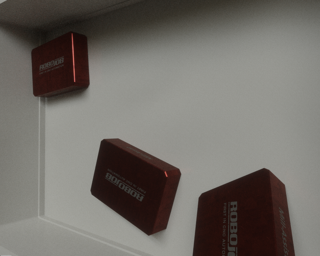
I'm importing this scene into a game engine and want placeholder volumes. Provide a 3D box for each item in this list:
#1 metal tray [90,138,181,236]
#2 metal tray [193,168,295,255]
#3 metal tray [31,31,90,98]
[{"bbox_3d":[-0.039,0.077,0.434,0.130,0.030,0.089,23,104,37],"label":"metal tray"},{"bbox_3d":[0.075,0.109,0.289,0.090,0.030,0.130,-32,28,35],"label":"metal tray"},{"bbox_3d":[-0.179,-0.108,0.548,0.130,0.030,0.089,-6,86,39],"label":"metal tray"}]
